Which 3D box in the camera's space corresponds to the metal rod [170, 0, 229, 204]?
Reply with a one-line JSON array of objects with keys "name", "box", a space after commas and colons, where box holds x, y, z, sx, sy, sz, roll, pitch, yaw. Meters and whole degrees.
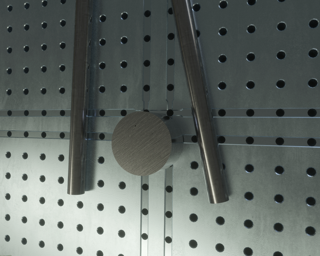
[{"name": "metal rod", "box": [0.047, -0.055, 0.395, 0.025, 0.025, 0.298, -12, 86, 19]}]

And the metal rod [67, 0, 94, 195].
[{"name": "metal rod", "box": [-0.116, -0.053, 0.453, 0.025, 0.025, 0.298, 3, 91, 20]}]

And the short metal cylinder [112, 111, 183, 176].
[{"name": "short metal cylinder", "box": [-0.015, 0.019, 0.405, 0.080, 0.050, 0.079, 0, 90, 20]}]
